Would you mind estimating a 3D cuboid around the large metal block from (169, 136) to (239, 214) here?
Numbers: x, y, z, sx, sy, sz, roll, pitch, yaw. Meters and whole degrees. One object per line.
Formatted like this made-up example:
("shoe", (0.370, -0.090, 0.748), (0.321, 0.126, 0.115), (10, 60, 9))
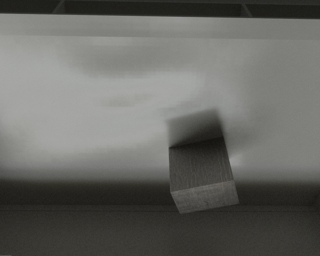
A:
("large metal block", (0.058, 0.064, 0.429), (0.080, 0.080, 0.050), (-13, 129, 10))
